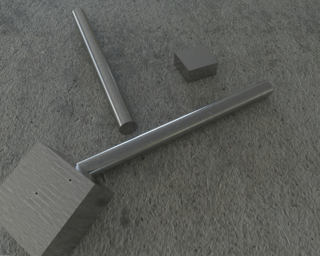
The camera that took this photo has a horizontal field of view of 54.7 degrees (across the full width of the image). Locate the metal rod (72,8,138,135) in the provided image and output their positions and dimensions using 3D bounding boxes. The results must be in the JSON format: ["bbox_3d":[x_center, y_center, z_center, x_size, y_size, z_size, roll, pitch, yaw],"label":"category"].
[{"bbox_3d":[-0.097,-0.106,0.491,0.025,0.025,0.300,-17,52,-14],"label":"metal rod"}]

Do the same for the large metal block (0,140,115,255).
[{"bbox_3d":[-0.107,0.072,0.308,0.080,0.050,0.080,31,79,23],"label":"large metal block"}]

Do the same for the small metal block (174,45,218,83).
[{"bbox_3d":[0.056,-0.102,0.490,0.050,0.025,0.050,-19,53,-16],"label":"small metal block"}]

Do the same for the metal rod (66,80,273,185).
[{"bbox_3d":[0.026,-0.001,0.404,0.302,0.025,0.025,-24,54,-19],"label":"metal rod"}]
